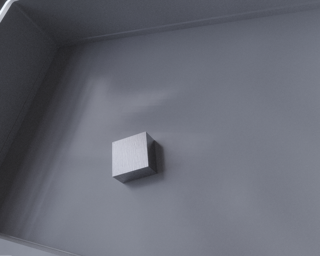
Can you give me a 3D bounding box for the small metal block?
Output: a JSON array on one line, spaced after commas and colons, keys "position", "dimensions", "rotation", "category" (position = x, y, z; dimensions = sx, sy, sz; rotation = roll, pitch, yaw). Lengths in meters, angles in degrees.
[{"position": [-0.033, 0.038, 0.401], "dimensions": [0.050, 0.025, 0.050], "rotation": [-18, 55, 17], "category": "small metal block"}]
